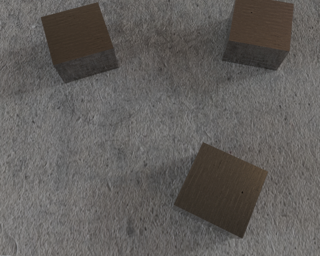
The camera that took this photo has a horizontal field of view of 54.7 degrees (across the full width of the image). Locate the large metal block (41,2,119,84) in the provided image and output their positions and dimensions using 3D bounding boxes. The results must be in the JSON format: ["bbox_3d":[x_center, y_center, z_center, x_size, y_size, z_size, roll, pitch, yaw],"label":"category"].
[{"bbox_3d":[-0.112,-0.120,0.438,0.080,0.050,0.080,-18,71,-7],"label":"large metal block"}]

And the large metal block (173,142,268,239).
[{"bbox_3d":[0.069,0.075,0.368,0.080,0.050,0.080,25,72,8],"label":"large metal block"}]

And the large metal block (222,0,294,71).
[{"bbox_3d":[0.139,-0.137,0.446,0.080,0.050,0.080,12,70,4],"label":"large metal block"}]
